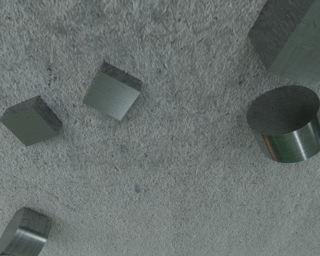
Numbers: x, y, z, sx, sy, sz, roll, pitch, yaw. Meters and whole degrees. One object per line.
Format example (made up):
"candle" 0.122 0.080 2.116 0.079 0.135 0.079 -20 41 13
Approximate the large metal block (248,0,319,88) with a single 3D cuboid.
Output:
"large metal block" 0.133 -0.098 0.289 0.050 0.080 0.079 16 128 -13

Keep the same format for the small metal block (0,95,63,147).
"small metal block" -0.164 -0.008 0.399 0.050 0.025 0.050 -19 128 15

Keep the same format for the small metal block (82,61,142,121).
"small metal block" -0.057 -0.043 0.370 0.050 0.025 0.050 26 125 -21

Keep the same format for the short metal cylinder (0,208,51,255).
"short metal cylinder" -0.230 0.183 0.524 0.050 0.080 0.080 35 122 -26

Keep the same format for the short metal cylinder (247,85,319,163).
"short metal cylinder" 0.151 -0.005 0.368 0.080 0.080 0.050 -23 127 18
